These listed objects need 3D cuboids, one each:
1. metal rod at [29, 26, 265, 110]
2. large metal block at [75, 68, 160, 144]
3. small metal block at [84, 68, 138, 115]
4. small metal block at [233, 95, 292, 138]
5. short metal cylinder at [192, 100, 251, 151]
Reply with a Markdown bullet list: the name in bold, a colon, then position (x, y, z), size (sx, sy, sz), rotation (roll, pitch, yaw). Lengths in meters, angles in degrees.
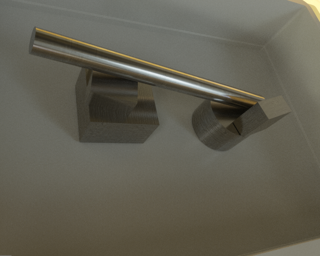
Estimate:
- **metal rod**: position (0.012, -0.056, 0.356), size (0.302, 0.025, 0.025), rotation (10, 57, -32)
- **large metal block**: position (-0.054, -0.028, 0.375), size (0.081, 0.050, 0.080), rotation (3, 61, -27)
- **small metal block**: position (-0.052, -0.047, 0.341), size (0.050, 0.025, 0.050), rotation (12, 56, -22)
- **small metal block**: position (0.133, -0.015, 0.405), size (0.050, 0.050, 0.025), rotation (-16, 70, -35)
- **short metal cylinder**: position (0.094, -0.013, 0.448), size (0.081, 0.050, 0.080), rotation (14, 56, -21)
